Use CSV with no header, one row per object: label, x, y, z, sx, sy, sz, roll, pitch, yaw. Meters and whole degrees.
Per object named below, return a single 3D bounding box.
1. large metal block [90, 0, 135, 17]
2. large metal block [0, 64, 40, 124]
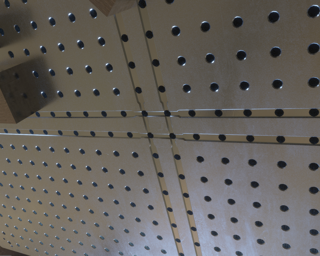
large metal block,-0.052,-0.176,0.314,0.080,0.050,0.080,43,129,-2
large metal block,-0.254,-0.054,0.497,0.080,0.050,0.080,2,119,27
